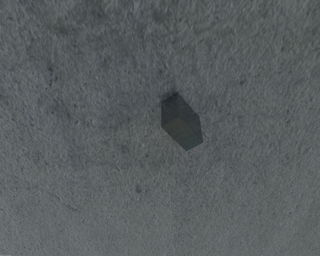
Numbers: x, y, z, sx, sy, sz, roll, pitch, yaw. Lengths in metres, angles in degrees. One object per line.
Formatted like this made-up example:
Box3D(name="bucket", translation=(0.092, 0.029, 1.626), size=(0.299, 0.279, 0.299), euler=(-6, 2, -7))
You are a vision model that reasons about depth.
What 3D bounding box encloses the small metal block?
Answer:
Box3D(name="small metal block", translation=(0.027, -0.008, 0.384), size=(0.025, 0.050, 0.050), euler=(-31, 124, 23))
